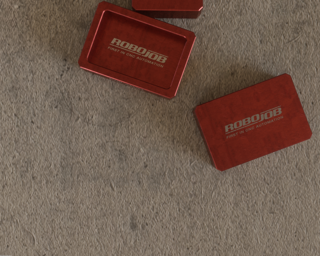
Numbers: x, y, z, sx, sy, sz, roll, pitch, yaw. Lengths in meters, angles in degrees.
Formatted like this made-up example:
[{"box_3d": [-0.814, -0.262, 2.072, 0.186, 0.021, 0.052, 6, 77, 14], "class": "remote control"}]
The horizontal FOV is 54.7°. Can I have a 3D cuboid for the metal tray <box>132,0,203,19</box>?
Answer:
[{"box_3d": [0.010, -0.214, 0.407, 0.091, 0.030, 0.129, 1, 90, 0], "class": "metal tray"}]

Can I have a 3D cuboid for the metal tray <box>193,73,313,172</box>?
[{"box_3d": [0.119, -0.007, 0.408, 0.131, 0.030, 0.090, -20, 90, 0], "class": "metal tray"}]

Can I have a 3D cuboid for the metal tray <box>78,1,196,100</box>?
[{"box_3d": [-0.029, -0.099, 0.406, 0.131, 0.030, 0.090, 19, 90, 0], "class": "metal tray"}]
